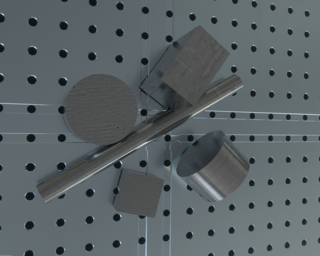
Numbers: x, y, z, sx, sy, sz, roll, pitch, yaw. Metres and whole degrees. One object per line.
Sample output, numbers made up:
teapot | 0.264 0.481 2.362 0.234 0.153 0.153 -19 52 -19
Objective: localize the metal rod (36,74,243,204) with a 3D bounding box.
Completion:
metal rod | -0.013 0.005 0.405 0.302 0.025 0.025 -30 100 -18

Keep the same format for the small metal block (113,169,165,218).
small metal block | -0.028 0.084 0.399 0.050 0.025 0.050 16 85 -20

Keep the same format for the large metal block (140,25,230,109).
large metal block | 0.028 -0.071 0.390 0.050 0.080 0.080 38 78 -16

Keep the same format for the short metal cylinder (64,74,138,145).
short metal cylinder | -0.072 -0.021 0.369 0.081 0.050 0.079 0 90 -20

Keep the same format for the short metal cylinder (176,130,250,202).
short metal cylinder | 0.068 0.049 0.405 0.050 0.080 0.080 45 76 -15
